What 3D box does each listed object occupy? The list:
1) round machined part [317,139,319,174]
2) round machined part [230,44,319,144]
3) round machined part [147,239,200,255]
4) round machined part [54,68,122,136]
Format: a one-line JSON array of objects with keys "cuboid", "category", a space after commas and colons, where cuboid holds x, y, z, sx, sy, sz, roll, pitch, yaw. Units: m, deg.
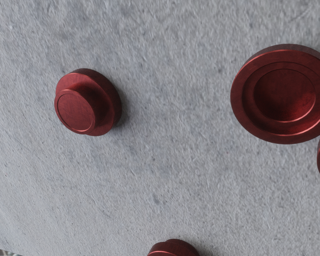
[{"cuboid": [0.211, 0.036, 0.307, 0.098, 0.042, 0.097, 13, 124, 20], "category": "round machined part"}, {"cuboid": [0.124, -0.036, 0.308, 0.098, 0.042, 0.097, 13, 124, 20], "category": "round machined part"}, {"cuboid": [0.029, 0.226, 0.519, 0.098, 0.042, 0.097, 13, 124, 20], "category": "round machined part"}, {"cuboid": [-0.106, -0.030, 0.431, 0.098, 0.042, 0.097, 13, 124, 20], "category": "round machined part"}]
